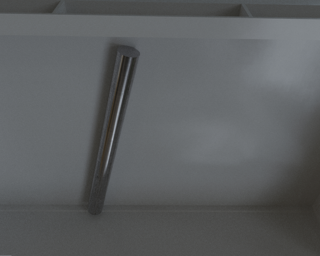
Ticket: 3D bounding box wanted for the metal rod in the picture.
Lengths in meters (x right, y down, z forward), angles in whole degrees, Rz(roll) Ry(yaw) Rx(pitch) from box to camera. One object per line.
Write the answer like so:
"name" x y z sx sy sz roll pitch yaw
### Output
"metal rod" -0.072 0.027 0.430 0.025 0.025 0.298 11 129 -10
